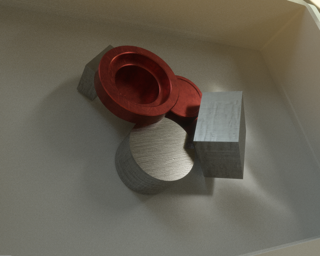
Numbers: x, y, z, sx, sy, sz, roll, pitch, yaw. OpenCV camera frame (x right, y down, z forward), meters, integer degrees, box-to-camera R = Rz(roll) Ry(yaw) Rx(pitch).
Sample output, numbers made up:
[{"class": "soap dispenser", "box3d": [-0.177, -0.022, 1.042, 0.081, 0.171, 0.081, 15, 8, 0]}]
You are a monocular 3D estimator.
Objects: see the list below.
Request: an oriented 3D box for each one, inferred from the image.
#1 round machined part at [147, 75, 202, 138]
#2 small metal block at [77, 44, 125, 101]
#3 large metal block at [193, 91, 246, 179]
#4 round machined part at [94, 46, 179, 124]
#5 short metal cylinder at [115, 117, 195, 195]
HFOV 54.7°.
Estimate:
[{"class": "round machined part", "box3d": [0.021, -0.033, 0.424, 0.099, 0.042, 0.098, 14, 56, -21]}, {"class": "small metal block", "box3d": [-0.074, -0.069, 0.390, 0.025, 0.050, 0.050, 38, 51, -3]}, {"class": "large metal block", "box3d": [0.081, 0.010, 0.399, 0.050, 0.080, 0.080, 0, 50, 20]}, {"class": "round machined part", "box3d": [-0.030, -0.047, 0.369, 0.099, 0.042, 0.098, 14, 56, -21]}, {"class": "short metal cylinder", "box3d": [-0.007, 0.033, 0.365, 0.081, 0.050, 0.080, 14, 56, -21]}]
